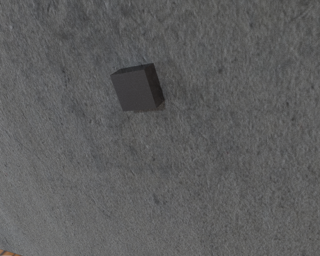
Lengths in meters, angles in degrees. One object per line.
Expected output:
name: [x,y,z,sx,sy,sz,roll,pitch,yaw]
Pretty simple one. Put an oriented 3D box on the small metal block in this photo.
small metal block: [-0.028,-0.050,0.389,0.050,0.025,0.050,-4,117,29]
